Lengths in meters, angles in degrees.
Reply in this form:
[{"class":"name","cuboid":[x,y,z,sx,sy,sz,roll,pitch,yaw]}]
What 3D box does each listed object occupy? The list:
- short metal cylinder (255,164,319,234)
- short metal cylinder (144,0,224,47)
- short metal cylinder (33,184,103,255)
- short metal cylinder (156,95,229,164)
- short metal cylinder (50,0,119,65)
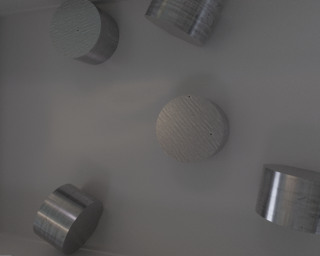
[{"class":"short metal cylinder","cuboid":[0.147,0.072,0.329,0.080,0.080,0.050,10,94,19]},{"class":"short metal cylinder","cuboid":[0.029,-0.139,0.371,0.080,0.080,0.050,30,100,17]},{"class":"short metal cylinder","cuboid":[-0.124,0.124,0.425,0.050,0.080,0.080,25,98,18]},{"class":"short metal cylinder","cuboid":[0.042,0.001,0.382,0.080,0.050,0.080,0,90,20]},{"class":"short metal cylinder","cuboid":[-0.105,-0.133,0.434,0.080,0.050,0.080,0,90,20]}]
